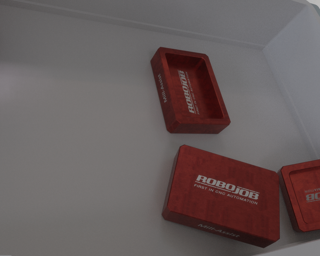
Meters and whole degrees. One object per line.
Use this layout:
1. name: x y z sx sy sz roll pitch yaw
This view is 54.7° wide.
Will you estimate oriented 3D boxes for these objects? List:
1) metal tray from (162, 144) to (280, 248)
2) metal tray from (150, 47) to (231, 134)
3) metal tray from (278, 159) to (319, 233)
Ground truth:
1. metal tray: 0.076 0.080 0.374 0.131 0.030 0.090 17 53 -2
2. metal tray: 0.043 -0.056 0.459 0.091 0.030 0.130 1 61 -28
3. metal tray: 0.241 0.088 0.429 0.131 0.030 0.090 -12 70 4
